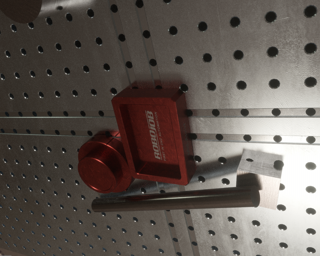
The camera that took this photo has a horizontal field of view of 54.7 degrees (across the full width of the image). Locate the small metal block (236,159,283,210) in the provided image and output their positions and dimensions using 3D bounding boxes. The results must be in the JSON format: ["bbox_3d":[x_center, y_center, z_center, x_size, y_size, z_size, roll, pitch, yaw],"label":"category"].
[{"bbox_3d":[0.124,0.070,0.389,0.050,0.025,0.050,9,122,23],"label":"small metal block"}]

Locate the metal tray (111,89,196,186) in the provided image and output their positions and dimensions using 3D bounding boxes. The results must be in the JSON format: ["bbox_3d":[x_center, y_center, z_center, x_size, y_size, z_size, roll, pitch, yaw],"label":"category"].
[{"bbox_3d":[-0.006,0.013,0.417,0.090,0.030,0.129,3,120,26],"label":"metal tray"}]

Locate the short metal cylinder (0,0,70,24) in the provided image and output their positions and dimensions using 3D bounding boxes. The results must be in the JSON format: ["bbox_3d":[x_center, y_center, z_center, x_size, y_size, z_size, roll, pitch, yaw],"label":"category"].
[{"bbox_3d":[-0.155,-0.171,0.369,0.080,0.050,0.079,13,124,20],"label":"short metal cylinder"}]

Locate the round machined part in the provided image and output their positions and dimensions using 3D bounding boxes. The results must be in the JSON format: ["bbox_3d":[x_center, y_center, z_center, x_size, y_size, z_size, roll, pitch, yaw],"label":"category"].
[{"bbox_3d":[-0.088,0.063,0.484,0.098,0.042,0.097,13,124,20],"label":"round machined part"}]

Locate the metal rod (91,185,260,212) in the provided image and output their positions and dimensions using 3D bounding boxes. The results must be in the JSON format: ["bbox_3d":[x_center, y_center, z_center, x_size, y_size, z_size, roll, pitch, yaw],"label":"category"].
[{"bbox_3d":[0.000,0.109,0.459,0.300,0.025,0.025,-15,111,39],"label":"metal rod"}]
